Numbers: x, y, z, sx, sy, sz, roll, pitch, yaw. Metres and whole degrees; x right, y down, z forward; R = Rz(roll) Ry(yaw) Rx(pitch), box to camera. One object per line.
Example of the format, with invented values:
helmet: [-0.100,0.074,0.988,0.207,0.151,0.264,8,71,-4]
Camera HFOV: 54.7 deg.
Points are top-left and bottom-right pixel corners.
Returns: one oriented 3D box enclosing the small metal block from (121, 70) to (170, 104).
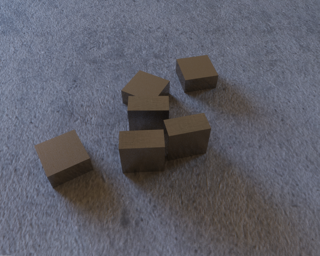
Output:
small metal block: [-0.020,-0.052,0.447,0.050,0.025,0.050,22,53,17]

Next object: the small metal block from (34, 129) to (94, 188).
small metal block: [-0.115,0.036,0.372,0.050,0.025,0.050,-24,54,-19]

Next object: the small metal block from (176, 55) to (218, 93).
small metal block: [0.055,-0.084,0.474,0.050,0.025,0.050,-10,51,-9]

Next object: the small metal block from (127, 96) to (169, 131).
small metal block: [-0.014,-0.015,0.399,0.050,0.050,0.025,0,50,-1]

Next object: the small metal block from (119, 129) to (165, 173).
small metal block: [-0.020,0.028,0.363,0.050,0.050,0.025,-2,50,-2]

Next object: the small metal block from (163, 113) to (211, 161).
small metal block: [0.031,0.011,0.378,0.050,0.050,0.025,-10,51,-9]
